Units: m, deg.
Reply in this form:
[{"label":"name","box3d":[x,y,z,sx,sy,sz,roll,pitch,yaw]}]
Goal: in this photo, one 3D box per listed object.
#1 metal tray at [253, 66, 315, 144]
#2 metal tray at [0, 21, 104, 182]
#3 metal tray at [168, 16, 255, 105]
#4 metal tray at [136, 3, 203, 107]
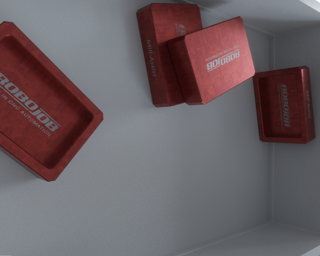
[{"label":"metal tray","box3d":[0.219,-0.039,0.551,0.030,0.090,0.129,-15,100,-39]},{"label":"metal tray","box3d":[-0.128,-0.021,0.296,0.130,0.030,0.090,49,61,-29]},{"label":"metal tray","box3d":[0.077,-0.095,0.430,0.131,0.030,0.089,-30,109,-36]},{"label":"metal tray","box3d":[0.023,-0.100,0.425,0.091,0.030,0.129,-18,101,-39]}]
